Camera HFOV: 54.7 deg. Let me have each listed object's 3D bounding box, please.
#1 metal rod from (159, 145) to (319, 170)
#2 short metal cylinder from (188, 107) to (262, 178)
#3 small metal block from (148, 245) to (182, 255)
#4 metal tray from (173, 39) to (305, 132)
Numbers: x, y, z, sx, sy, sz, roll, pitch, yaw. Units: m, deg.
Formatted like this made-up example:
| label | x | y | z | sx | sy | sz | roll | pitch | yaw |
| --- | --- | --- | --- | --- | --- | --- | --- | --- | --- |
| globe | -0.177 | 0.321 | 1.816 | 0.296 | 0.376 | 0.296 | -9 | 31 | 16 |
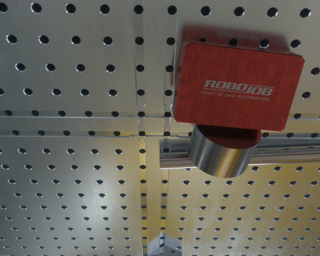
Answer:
| label | x | y | z | sx | sy | sz | roll | pitch | yaw |
| --- | --- | --- | --- | --- | --- | --- | --- | --- | --- |
| metal rod | 0.151 | 0.041 | 0.448 | 0.302 | 0.025 | 0.025 | -3 | 130 | 2 |
| short metal cylinder | 0.080 | 0.016 | 0.391 | 0.081 | 0.080 | 0.050 | 6 | 130 | -6 |
| small metal block | 0.011 | 0.273 | 0.645 | 0.050 | 0.025 | 0.050 | 31 | 124 | -24 |
| metal tray | 0.085 | -0.047 | 0.353 | 0.131 | 0.030 | 0.089 | 5 | 113 | -5 |
